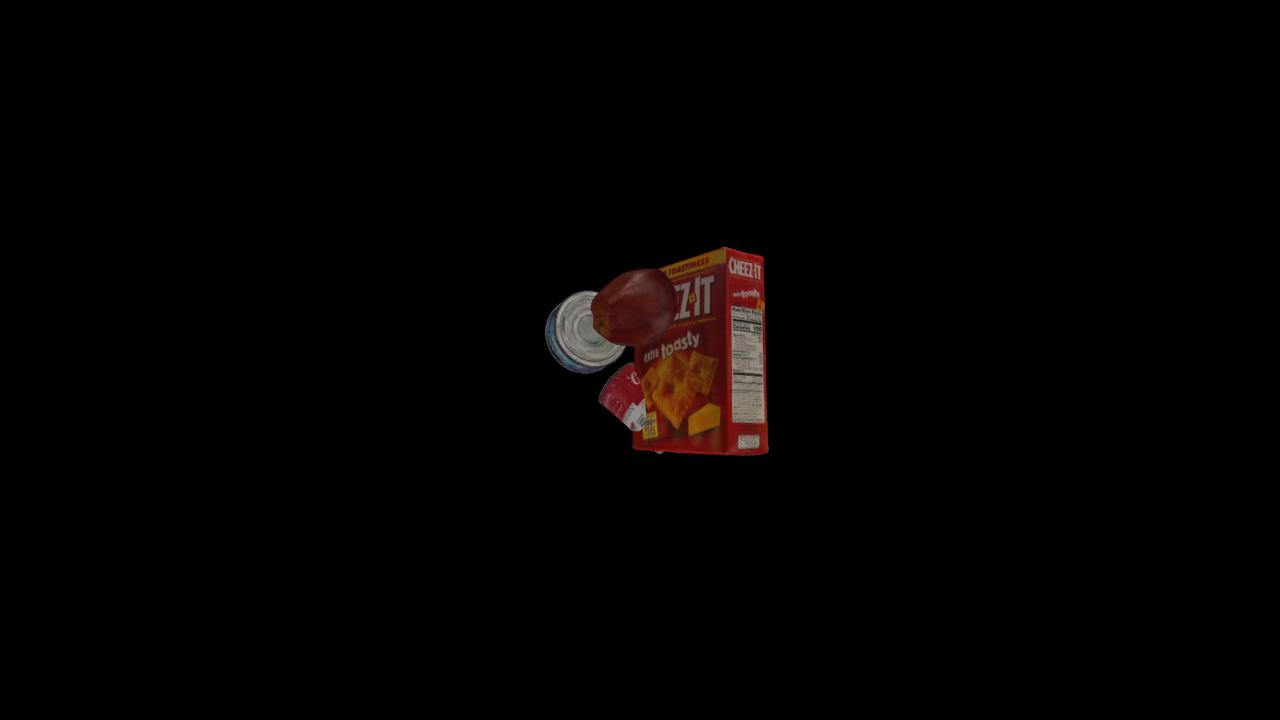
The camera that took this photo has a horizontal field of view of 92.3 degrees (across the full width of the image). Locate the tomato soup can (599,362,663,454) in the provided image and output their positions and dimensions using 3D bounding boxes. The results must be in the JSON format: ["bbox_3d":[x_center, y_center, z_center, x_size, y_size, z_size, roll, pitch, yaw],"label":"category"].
[{"bbox_3d":[0.007,0.060,0.765,0.101,0.068,0.068,41,15,18],"label":"tomato soup can"}]

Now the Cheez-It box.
[{"bbox_3d":[0.066,-0.003,0.717,0.071,0.223,0.166,6,-8,-37],"label":"Cheez-It box"}]

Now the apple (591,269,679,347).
[{"bbox_3d":[-0.004,-0.054,0.642,0.093,0.079,0.079,-29,16,-31],"label":"apple"}]

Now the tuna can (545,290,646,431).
[{"bbox_3d":[-0.055,-0.029,0.646,0.084,0.084,0.034,0,-10,-25],"label":"tuna can"}]
